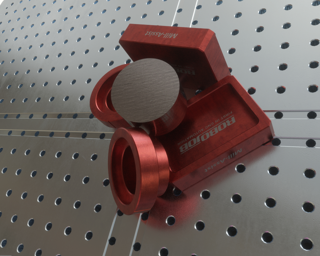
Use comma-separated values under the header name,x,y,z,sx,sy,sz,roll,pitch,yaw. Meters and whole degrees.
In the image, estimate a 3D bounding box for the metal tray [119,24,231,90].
name,x,y,z,sx,sy,sz,roll,pitch,yaw
metal tray,0.020,-0.092,0.411,0.130,0.090,0.030,16,71,34

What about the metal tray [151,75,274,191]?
name,x,y,z,sx,sy,sz,roll,pitch,yaw
metal tray,0.055,0.004,0.372,0.130,0.030,0.090,-32,52,7

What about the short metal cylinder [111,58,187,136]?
name,x,y,z,sx,sy,sz,roll,pitch,yaw
short metal cylinder,-0.011,-0.036,0.371,0.080,0.050,0.080,-5,70,13

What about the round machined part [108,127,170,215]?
name,x,y,z,sx,sy,sz,roll,pitch,yaw
round machined part,-0.023,0.047,0.357,0.098,0.042,0.097,7,98,61

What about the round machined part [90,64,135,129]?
name,x,y,z,sx,sy,sz,roll,pitch,yaw
round machined part,-0.048,-0.042,0.447,0.098,0.042,0.098,-13,56,20
